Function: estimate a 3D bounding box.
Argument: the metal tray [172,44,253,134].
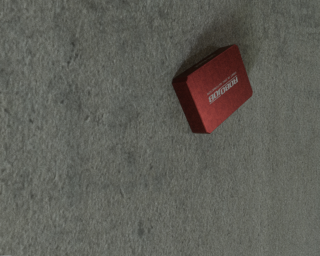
[{"bbox_3d":[0.084,-0.061,0.471,0.131,0.030,0.090,-38,113,-33],"label":"metal tray"}]
